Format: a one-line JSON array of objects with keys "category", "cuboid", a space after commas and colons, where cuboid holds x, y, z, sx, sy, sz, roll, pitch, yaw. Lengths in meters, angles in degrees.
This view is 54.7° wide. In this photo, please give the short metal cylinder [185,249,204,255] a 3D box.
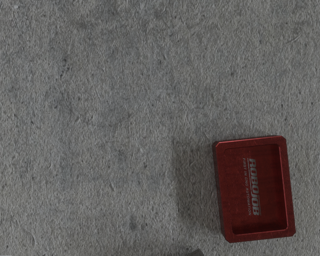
[{"category": "short metal cylinder", "cuboid": [0.046, 0.199, 0.383, 0.050, 0.080, 0.080, -30, 90, 0]}]

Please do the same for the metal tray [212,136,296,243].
[{"category": "metal tray", "cuboid": [0.122, 0.078, 0.408, 0.091, 0.030, 0.129, -6, 90, 0]}]
